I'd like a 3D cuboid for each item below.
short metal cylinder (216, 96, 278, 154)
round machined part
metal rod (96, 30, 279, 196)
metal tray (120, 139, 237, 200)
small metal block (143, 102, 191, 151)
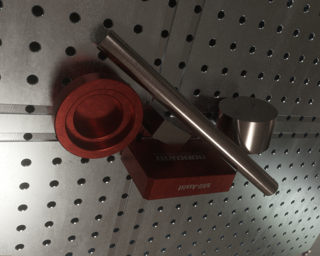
[{"bbox_3d":[0.120,-0.006,0.440,0.081,0.080,0.050,-11,123,-23],"label":"short metal cylinder"},{"bbox_3d":[-0.072,-0.017,0.351,0.099,0.042,0.097,-14,125,-21],"label":"round machined part"},{"bbox_3d":[0.049,-0.004,0.380,0.301,0.025,0.025,40,96,-22],"label":"metal rod"},{"bbox_3d":[0.024,0.050,0.414,0.131,0.090,0.030,1,119,-29],"label":"metal tray"},{"bbox_3d":[0.005,-0.002,0.398,0.050,0.050,0.025,30,102,-38],"label":"small metal block"}]
